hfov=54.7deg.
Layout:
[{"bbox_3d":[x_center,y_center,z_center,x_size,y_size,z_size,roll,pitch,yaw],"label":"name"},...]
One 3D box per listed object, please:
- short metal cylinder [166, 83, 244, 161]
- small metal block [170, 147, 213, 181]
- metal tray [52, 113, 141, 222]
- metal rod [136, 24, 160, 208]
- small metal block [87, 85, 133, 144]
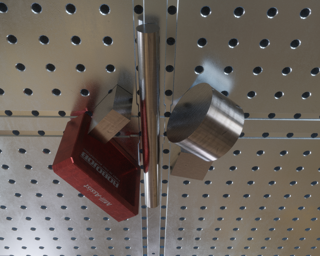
[{"bbox_3d":[0.052,-0.007,0.370,0.050,0.080,0.080,31,123,-24],"label":"short metal cylinder"},{"bbox_3d":[0.046,0.048,0.454,0.050,0.025,0.050,12,129,-10],"label":"small metal block"},{"bbox_3d":[-0.076,0.054,0.413,0.030,0.090,0.130,-26,126,20],"label":"metal tray"},{"bbox_3d":[-0.013,0.010,0.419,0.025,0.025,0.298,0,130,0],"label":"metal rod"},{"bbox_3d":[-0.060,-0.017,0.379,0.025,0.050,0.050,34,122,-26],"label":"small metal block"}]
